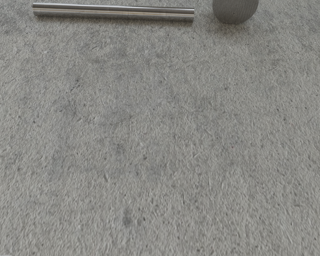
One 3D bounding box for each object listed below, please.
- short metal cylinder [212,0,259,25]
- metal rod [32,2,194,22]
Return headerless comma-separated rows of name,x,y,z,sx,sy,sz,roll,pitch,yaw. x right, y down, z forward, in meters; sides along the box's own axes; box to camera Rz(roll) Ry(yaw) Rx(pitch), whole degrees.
short metal cylinder,0.137,-0.240,0.570,0.080,0.080,0.050,4,50,3
metal rod,-0.087,-0.219,0.586,0.302,0.025,0.025,3,50,2
